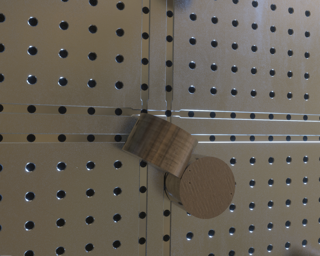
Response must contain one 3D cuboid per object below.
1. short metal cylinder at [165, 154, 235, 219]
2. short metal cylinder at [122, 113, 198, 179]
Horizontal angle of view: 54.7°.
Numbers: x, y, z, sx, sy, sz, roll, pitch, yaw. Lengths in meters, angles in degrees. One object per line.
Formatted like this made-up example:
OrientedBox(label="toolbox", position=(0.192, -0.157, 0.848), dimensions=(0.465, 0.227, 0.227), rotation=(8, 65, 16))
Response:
OrientedBox(label="short metal cylinder", position=(0.053, 0.076, 0.419), dimensions=(0.081, 0.050, 0.080), rotation=(0, 90, -20))
OrientedBox(label="short metal cylinder", position=(0.000, 0.022, 0.383), dimensions=(0.080, 0.080, 0.050), rotation=(30, 80, -18))
